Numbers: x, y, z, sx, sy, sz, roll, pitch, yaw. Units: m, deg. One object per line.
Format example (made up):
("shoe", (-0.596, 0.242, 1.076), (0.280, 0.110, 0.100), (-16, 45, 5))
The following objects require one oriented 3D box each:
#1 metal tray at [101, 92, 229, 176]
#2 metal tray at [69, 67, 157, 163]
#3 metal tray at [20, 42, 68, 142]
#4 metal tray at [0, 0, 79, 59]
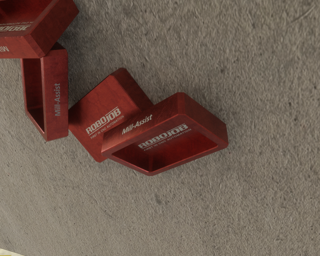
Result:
("metal tray", (0.004, 0.014, 0.377), (0.130, 0.030, 0.090), (-26, 138, 34))
("metal tray", (-0.070, -0.013, 0.433), (0.130, 0.030, 0.090), (-30, 102, 38))
("metal tray", (-0.158, -0.058, 0.422), (0.090, 0.030, 0.129), (40, 132, 38))
("metal tray", (-0.175, -0.125, 0.376), (0.130, 0.090, 0.030), (6, 145, 25))
